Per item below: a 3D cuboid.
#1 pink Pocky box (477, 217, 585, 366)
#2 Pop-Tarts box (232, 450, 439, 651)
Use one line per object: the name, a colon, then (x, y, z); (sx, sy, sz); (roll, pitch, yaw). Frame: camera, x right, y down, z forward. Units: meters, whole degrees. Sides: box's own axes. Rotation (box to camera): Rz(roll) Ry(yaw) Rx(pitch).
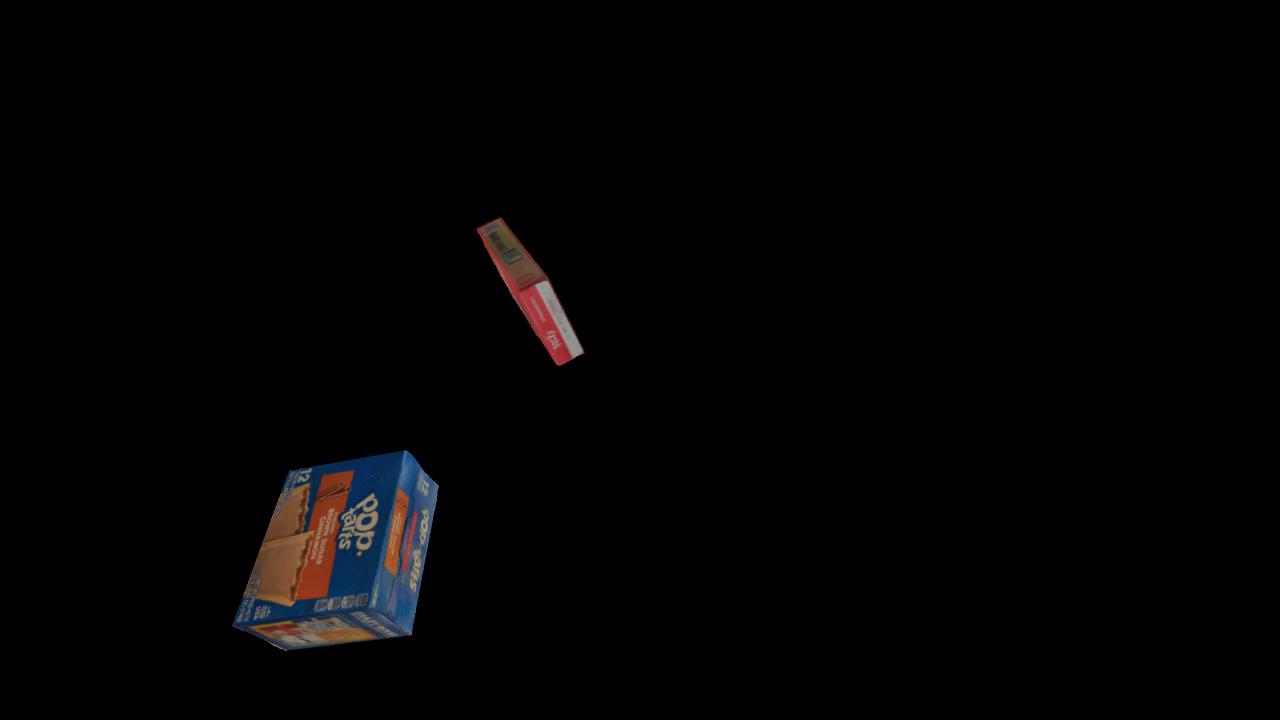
pink Pocky box: (-0.103, -0.066, 0.561); (0.029, 0.084, 0.155); (-29, 40, -9)
Pop-Tarts box: (-0.302, 0.194, 0.634); (0.141, 0.167, 0.083); (-10, -41, 8)
